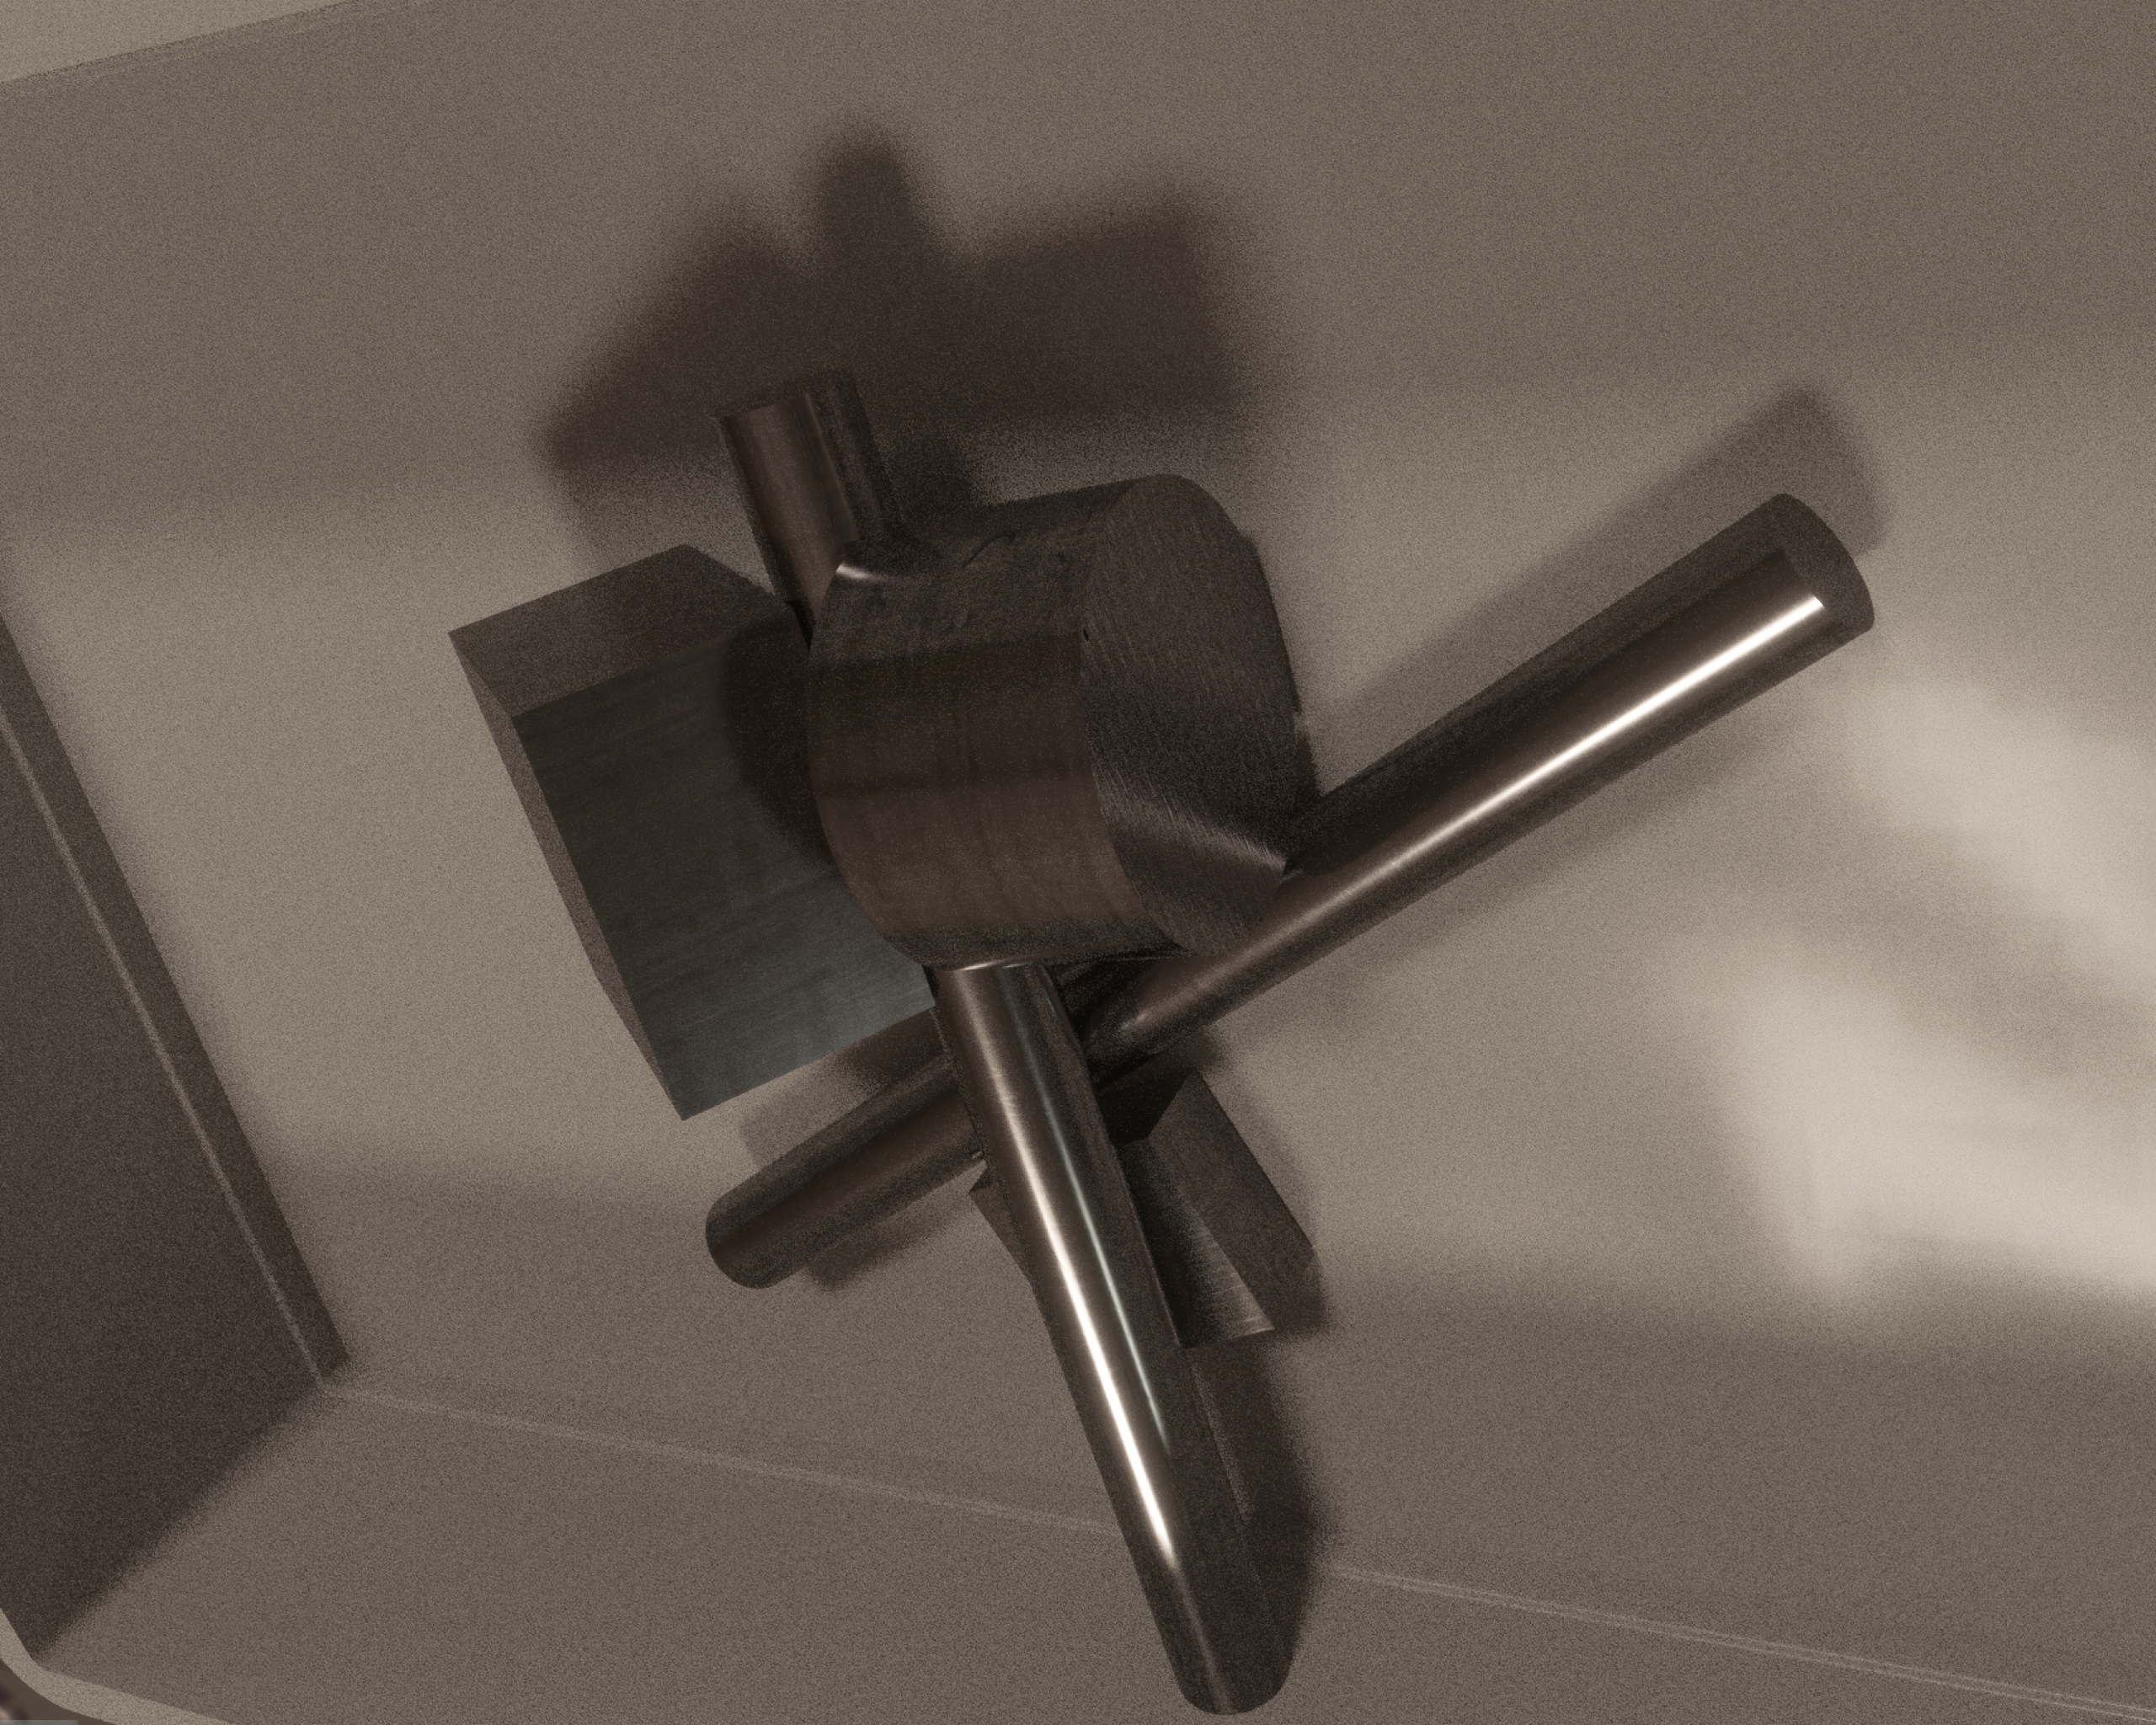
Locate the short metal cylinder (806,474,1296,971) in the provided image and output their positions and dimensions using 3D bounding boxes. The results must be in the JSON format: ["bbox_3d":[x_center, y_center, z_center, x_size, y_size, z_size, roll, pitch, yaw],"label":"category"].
[{"bbox_3d":[-0.002,-0.022,0.356,0.050,0.080,0.080,-5,116,29],"label":"short metal cylinder"}]

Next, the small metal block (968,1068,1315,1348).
[{"bbox_3d":[0.014,0.077,0.446,0.050,0.025,0.050,-23,106,36],"label":"small metal block"}]

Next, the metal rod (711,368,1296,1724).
[{"bbox_3d":[-0.007,0.052,0.408,0.025,0.025,0.298,-5,115,30],"label":"metal rod"}]

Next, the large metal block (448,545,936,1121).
[{"bbox_3d":[-0.075,-0.009,0.398,0.080,0.050,0.080,34,145,61],"label":"large metal block"}]

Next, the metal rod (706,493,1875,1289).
[{"bbox_3d":[0.017,0.022,0.409,0.025,0.025,0.299,49,128,-7],"label":"metal rod"}]
